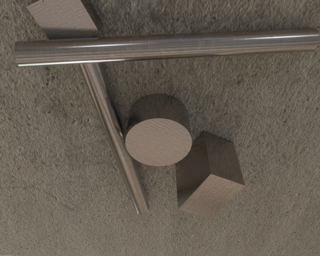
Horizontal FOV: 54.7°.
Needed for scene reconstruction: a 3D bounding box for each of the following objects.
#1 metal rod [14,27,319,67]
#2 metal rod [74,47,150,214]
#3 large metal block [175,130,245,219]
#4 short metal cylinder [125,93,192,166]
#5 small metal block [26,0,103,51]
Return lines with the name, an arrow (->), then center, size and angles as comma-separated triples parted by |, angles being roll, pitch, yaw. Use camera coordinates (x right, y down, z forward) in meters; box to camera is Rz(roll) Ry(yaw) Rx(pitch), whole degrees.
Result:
metal rod -> 0.012, -0.083, 0.316 | 0.302, 0.025, 0.025 | -4, 130, -5
metal rod -> -0.056, 0.022, 0.424 | 0.025, 0.025, 0.298 | -8, 130, 6
large metal block -> 0.064, 0.064, 0.427 | 0.050, 0.080, 0.079 | 21, 127, -17
short metal cylinder -> -0.002, 0.003, 0.394 | 0.081, 0.050, 0.079 | 0, 130, 0
small metal block -> -0.093, -0.113, 0.310 | 0.050, 0.025, 0.050 | -19, 128, 14
